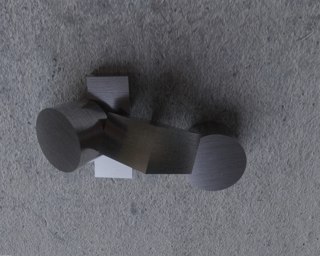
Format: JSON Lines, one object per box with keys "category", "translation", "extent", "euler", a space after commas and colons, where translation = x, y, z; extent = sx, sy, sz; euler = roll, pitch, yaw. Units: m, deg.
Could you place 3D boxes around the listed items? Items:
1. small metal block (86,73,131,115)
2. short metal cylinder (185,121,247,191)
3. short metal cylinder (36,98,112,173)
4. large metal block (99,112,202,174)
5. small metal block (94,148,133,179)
{"category": "small metal block", "translation": [-0.063, -0.043, 0.394], "extent": [0.050, 0.025, 0.050], "euler": [-1, 110, 0]}
{"category": "short metal cylinder", "translation": [0.068, 0.036, 0.412], "extent": [0.081, 0.050, 0.079], "euler": [0, 110, -1]}
{"category": "short metal cylinder", "translation": [-0.105, 0.008, 0.380], "extent": [0.080, 0.050, 0.079], "euler": [14, 115, 33]}
{"category": "large metal block", "translation": [-0.011, 0.018, 0.368], "extent": [0.081, 0.080, 0.050], "euler": [10, 95, -48]}
{"category": "small metal block", "translation": [-0.062, 0.040, 0.425], "extent": [0.050, 0.025, 0.050], "euler": [3, 110, -2]}
